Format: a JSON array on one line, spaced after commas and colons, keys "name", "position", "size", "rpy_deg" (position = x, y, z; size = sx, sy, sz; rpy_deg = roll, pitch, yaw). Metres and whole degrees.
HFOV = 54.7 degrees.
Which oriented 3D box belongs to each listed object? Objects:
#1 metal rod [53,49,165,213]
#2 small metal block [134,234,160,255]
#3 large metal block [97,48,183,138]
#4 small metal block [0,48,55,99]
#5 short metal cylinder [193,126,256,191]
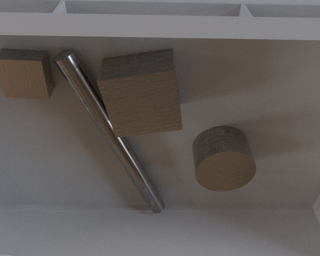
[{"name": "metal rod", "position": [-0.054, 0.026, 0.430], "size": [0.025, 0.025, 0.299], "rpy_deg": [-16, 129, 12]}, {"name": "small metal block", "position": [-0.027, 0.243, 0.602], "size": [0.025, 0.050, 0.050], "rpy_deg": [32, 123, -25]}, {"name": "large metal block", "position": [-0.019, -0.039, 0.359], "size": [0.080, 0.050, 0.080], "rpy_deg": [-7, 130, 5]}, {"name": "small metal block", "position": [-0.153, -0.061, 0.355], "size": [0.050, 0.025, 0.050], "rpy_deg": [2, 130, -3]}, {"name": "short metal cylinder", "position": [0.087, 0.043, 0.431], "size": [0.081, 0.050, 0.079], "rpy_deg": [0, 130, 0]}]
